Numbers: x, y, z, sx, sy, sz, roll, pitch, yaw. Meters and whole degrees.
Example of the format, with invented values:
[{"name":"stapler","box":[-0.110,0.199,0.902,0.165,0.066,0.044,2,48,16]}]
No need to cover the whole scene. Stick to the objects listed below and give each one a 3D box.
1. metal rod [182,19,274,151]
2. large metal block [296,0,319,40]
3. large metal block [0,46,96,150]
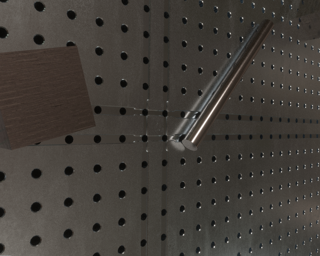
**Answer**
[{"name":"metal rod","box":[0.122,-0.084,0.514,0.025,0.025,0.301,51,60,-28]},{"name":"large metal block","box":[0.355,-0.260,0.695,0.080,0.050,0.080,32,70,-36]},{"name":"large metal block","box":[-0.117,-0.030,0.295,0.081,0.050,0.079,-19,102,-39]}]
